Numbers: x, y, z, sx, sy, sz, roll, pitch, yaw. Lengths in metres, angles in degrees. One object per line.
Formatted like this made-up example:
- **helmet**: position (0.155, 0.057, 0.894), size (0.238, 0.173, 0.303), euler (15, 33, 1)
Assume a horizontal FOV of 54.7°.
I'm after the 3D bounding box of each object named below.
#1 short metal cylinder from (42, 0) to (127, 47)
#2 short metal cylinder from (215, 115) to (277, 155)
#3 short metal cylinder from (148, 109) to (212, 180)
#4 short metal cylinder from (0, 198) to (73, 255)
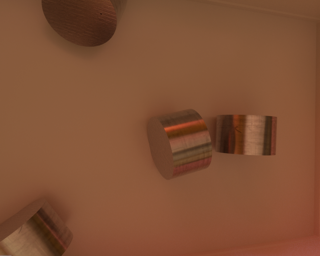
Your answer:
- **short metal cylinder**: position (-0.081, -0.138, 0.343), size (0.080, 0.080, 0.050), euler (27, 48, -18)
- **short metal cylinder**: position (0.117, 0.009, 0.424), size (0.081, 0.080, 0.050), euler (3, 89, -20)
- **short metal cylinder**: position (0.023, 0.020, 0.390), size (0.050, 0.080, 0.080), euler (-13, 95, -20)
- **short metal cylinder**: position (-0.142, 0.121, 0.329), size (0.080, 0.080, 0.050), euler (-36, 102, -16)
